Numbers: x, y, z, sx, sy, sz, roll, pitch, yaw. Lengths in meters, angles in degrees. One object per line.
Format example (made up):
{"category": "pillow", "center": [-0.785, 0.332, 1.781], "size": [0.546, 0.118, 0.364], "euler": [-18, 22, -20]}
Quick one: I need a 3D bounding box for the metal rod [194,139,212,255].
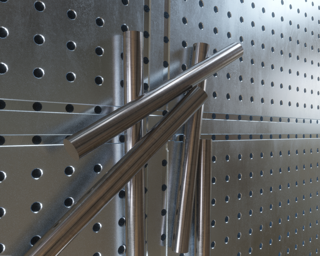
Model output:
{"category": "metal rod", "center": [0.064, 0.166, 0.465], "size": [0.025, 0.025, 0.298], "euler": [2, 89, -40]}

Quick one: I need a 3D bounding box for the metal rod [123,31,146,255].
{"category": "metal rod", "center": [-0.032, 0.032, 0.384], "size": [0.025, 0.025, 0.298], "euler": [-1, 91, -40]}

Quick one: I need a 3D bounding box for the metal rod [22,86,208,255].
{"category": "metal rod", "center": [-0.047, 0.055, 0.345], "size": [0.301, 0.025, 0.025], "euler": [-45, 118, -22]}

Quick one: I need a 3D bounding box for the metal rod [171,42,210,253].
{"category": "metal rod", "center": [0.045, 0.024, 0.449], "size": [0.025, 0.025, 0.298], "euler": [11, 83, -40]}

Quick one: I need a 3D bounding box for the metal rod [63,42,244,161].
{"category": "metal rod", "center": [0.015, -0.049, 0.389], "size": [0.302, 0.025, 0.025], "euler": [-35, 112, -35]}
